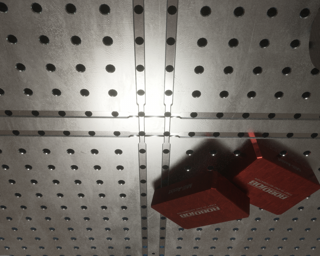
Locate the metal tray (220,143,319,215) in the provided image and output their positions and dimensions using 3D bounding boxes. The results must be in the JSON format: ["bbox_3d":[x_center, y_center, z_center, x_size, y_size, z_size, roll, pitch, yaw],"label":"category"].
[{"bbox_3d":[0.168,0.083,0.482,0.131,0.030,0.090,25,126,-21],"label":"metal tray"}]

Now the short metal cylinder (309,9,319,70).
[{"bbox_3d":[0.191,-0.092,0.300,0.050,0.080,0.079,6,130,-5],"label":"short metal cylinder"}]

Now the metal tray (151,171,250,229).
[{"bbox_3d":[0.061,0.118,0.487,0.130,0.030,0.090,-27,125,38],"label":"metal tray"}]
